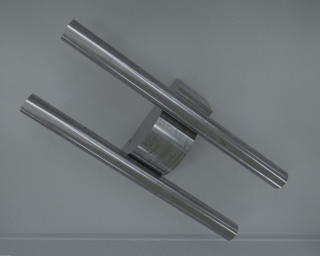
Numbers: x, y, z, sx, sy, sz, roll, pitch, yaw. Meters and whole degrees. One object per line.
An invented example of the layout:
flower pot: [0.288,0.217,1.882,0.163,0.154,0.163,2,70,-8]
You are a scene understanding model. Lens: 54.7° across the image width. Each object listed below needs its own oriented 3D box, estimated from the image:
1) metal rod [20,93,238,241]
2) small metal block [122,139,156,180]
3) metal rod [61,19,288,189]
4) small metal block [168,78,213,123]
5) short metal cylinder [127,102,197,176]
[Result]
metal rod: [-0.027,0.054,0.377,0.301,0.025,0.025,34,106,-12]
small metal block: [-0.029,0.047,0.413,0.050,0.050,0.025,35,106,-12]
metal rod: [0.027,-0.018,0.350,0.301,0.025,0.025,34,106,-12]
small metal block: [0.035,-0.033,0.384,0.050,0.050,0.025,35,106,-12]
short metal cylinder: [0.003,0.012,0.385,0.050,0.080,0.080,35,106,-12]
